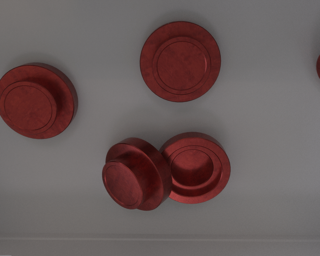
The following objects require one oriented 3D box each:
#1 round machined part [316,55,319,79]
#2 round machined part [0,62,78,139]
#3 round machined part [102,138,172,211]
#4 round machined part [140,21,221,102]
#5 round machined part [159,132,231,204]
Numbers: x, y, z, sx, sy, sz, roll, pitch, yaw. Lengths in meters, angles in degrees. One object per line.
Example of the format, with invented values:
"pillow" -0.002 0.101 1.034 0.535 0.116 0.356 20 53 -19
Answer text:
"round machined part" 0.239 -0.076 0.357 0.098 0.098 0.042 43 70 -15
"round machined part" -0.158 -0.030 0.390 0.099 0.042 0.097 0 110 0
"round machined part" -0.036 0.065 0.399 0.098 0.042 0.097 17 121 32
"round machined part" 0.025 -0.078 0.374 0.099 0.042 0.097 0 110 0
"round machined part" 0.043 0.050 0.421 0.099 0.042 0.097 0 110 0
